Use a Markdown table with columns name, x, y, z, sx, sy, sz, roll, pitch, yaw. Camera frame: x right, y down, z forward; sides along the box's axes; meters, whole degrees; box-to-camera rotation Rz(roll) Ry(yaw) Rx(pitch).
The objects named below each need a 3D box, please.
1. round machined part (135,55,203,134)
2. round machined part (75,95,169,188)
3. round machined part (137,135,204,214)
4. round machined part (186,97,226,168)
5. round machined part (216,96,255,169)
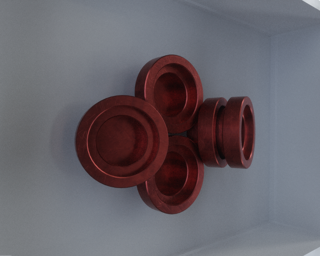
| name | x | y | z | sx | sy | sz | roll | pitch | yaw |
| --- | --- | --- | --- | --- | --- | --- | --- | --- | --- |
| round machined part | 0.007 | -0.042 | 0.398 | 0.099 | 0.042 | 0.097 | 0 | 90 | -40 |
| round machined part | -0.044 | 0.014 | 0.343 | 0.099 | 0.042 | 0.097 | 0 | 90 | -19 |
| round machined part | 0.008 | 0.057 | 0.400 | 0.099 | 0.042 | 0.097 | 0 | 90 | -40 |
| round machined part | 0.070 | 0.006 | 0.438 | 0.098 | 0.042 | 0.097 | 2 | 87 | -62 |
| round machined part | 0.100 | 0.006 | 0.426 | 0.098 | 0.042 | 0.097 | 0 | 90 | -62 |
